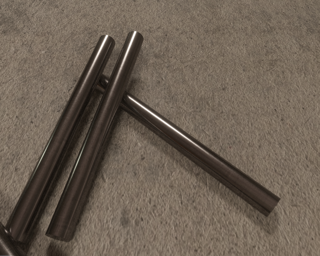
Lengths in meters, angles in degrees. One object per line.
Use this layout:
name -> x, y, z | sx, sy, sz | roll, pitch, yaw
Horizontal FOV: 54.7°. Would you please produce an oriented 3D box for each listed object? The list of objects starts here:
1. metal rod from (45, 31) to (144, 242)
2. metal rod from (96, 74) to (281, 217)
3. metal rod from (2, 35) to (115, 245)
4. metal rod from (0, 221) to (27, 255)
metal rod -> -0.070, -0.013, 0.388 | 0.025, 0.025, 0.300 | 10, 58, 8
metal rod -> 0.013, 0.006, 0.398 | 0.300, 0.025, 0.025 | 36, 59, 26
metal rod -> -0.113, -0.010, 0.389 | 0.025, 0.025, 0.300 | 10, 57, 8
metal rod -> -0.206, 0.070, 0.322 | 0.300, 0.025, 0.025 | 32, 56, 30
